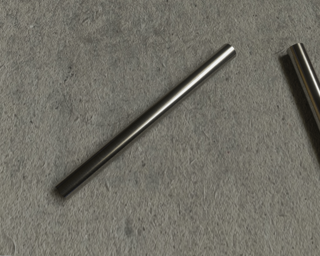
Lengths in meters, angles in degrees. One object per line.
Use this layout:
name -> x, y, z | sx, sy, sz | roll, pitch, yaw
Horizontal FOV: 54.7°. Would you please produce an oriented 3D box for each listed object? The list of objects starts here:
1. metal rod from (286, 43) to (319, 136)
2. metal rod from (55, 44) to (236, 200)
metal rod -> 0.227, 0.021, 0.403 | 0.025, 0.025, 0.299 | -11, 70, -4
metal rod -> -0.009, -0.017, 0.414 | 0.301, 0.025, 0.025 | -41, 75, -14
